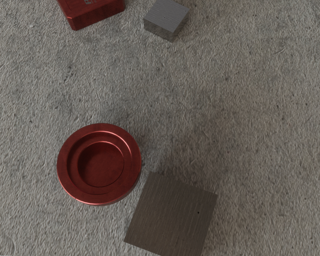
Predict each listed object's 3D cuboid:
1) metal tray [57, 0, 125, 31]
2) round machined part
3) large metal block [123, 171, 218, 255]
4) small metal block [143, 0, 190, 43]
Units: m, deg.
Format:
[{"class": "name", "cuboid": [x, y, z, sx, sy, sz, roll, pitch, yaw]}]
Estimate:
[{"class": "metal tray", "cuboid": [-0.123, -0.224, 0.485, 0.090, 0.030, 0.130, -27, 73, -10]}, {"class": "round machined part", "cuboid": [-0.071, 0.047, 0.381, 0.099, 0.042, 0.098, 0, 70, -1]}, {"class": "large metal block", "cuboid": [0.013, 0.105, 0.357, 0.080, 0.050, 0.080, 19, 71, 6]}, {"class": "small metal block", "cuboid": [0.010, -0.165, 0.468, 0.050, 0.025, 0.050, 29, 72, 10]}]
